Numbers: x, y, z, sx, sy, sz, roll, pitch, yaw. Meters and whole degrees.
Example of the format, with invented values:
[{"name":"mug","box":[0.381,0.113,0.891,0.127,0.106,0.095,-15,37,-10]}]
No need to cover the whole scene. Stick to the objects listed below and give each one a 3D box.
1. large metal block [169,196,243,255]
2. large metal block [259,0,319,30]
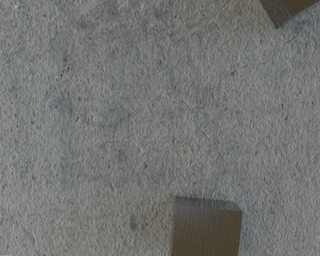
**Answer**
[{"name":"large metal block","box":[0.056,0.136,0.398,0.080,0.050,0.080,6,90,0]},{"name":"large metal block","box":[0.174,-0.189,0.398,0.080,0.050,0.080,-31,90,0]}]
